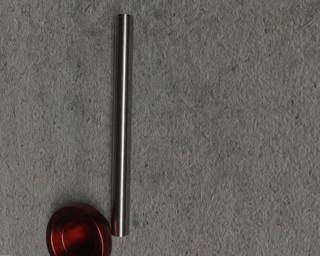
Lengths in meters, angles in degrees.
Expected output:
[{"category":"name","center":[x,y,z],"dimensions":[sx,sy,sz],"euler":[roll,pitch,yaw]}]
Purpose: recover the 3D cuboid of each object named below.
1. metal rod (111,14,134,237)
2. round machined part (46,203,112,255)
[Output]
[{"category":"metal rod","center":[-0.052,-0.003,0.427],"dimensions":[0.025,0.025,0.298],"euler":[1,90,20]},{"category":"round machined part","center":[-0.108,0.153,0.435],"dimensions":[0.098,0.042,0.097],"euler":[1,92,25]}]
